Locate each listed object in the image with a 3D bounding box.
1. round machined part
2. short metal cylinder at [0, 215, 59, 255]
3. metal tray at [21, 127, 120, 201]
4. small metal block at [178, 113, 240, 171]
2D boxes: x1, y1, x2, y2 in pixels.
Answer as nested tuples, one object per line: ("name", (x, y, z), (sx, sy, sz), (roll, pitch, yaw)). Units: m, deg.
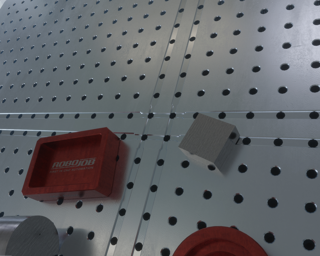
("round machined part", (0.058, 0.143, 0.279), (0.098, 0.042, 0.098), (-13, 56, 21))
("short metal cylinder", (-0.169, 0.147, 0.372), (0.050, 0.080, 0.080), (-8, 58, 24))
("metal tray", (-0.126, 0.052, 0.438), (0.130, 0.030, 0.090), (-9, 58, 23))
("small metal block", (0.058, 0.016, 0.368), (0.050, 0.025, 0.050), (23, 74, 36))
